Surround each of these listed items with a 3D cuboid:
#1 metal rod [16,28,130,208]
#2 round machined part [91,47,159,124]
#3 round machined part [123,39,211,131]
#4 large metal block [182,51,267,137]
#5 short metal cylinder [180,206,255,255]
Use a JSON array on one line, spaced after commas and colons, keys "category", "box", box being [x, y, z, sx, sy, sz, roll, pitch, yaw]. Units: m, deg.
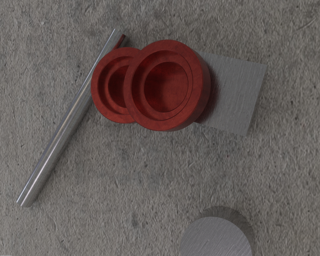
[{"category": "metal rod", "box": [-0.132, -0.008, 0.455, 0.025, 0.025, 0.299, 36, 101, 16]}, {"category": "round machined part", "box": [-0.039, -0.054, 0.413, 0.098, 0.042, 0.097, 0, 90, 19]}, {"category": "round machined part", "box": [0.011, -0.044, 0.345, 0.098, 0.042, 0.097, -2, 86, 31]}, {"category": "large metal block", "box": [0.076, -0.040, 0.369, 0.080, 0.050, 0.080, 17, 96, 19]}, {"category": "short metal cylinder", "box": [0.070, 0.139, 0.371, 0.080, 0.050, 0.080, 0, 90, 20]}]
